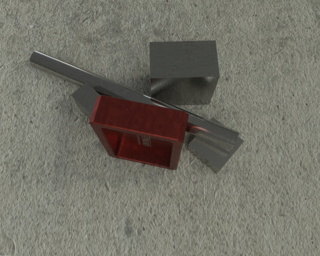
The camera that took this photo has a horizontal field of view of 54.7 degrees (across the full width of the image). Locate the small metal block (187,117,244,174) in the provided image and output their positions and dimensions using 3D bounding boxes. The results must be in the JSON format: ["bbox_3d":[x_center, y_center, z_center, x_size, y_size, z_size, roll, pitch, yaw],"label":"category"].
[{"bbox_3d":[0.071,0.023,0.402,0.050,0.025,0.050,40,74,13],"label":"small metal block"}]

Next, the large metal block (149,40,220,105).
[{"bbox_3d":[0.028,-0.068,0.404,0.081,0.080,0.050,-2,70,-1],"label":"large metal block"}]

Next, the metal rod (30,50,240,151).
[{"bbox_3d":[-0.043,-0.041,0.409,0.301,0.025,0.025,23,72,13],"label":"metal rod"}]

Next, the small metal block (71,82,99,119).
[{"bbox_3d":[-0.083,-0.025,0.403,0.050,0.050,0.025,43,75,13],"label":"small metal block"}]

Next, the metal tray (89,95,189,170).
[{"bbox_3d":[-0.020,0.011,0.349,0.090,0.130,0.030,12,71,4],"label":"metal tray"}]
